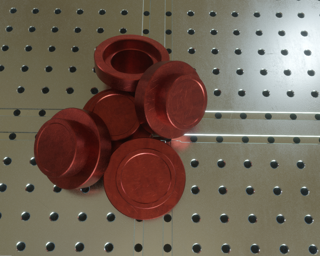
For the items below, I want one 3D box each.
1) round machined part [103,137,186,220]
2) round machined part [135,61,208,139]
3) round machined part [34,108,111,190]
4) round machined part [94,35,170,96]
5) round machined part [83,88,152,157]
[{"bbox_3d":[-0.018,0.059,0.368,0.099,0.042,0.097,1,81,-6],"label":"round machined part"},{"bbox_3d":[0.021,-0.034,0.384,0.042,0.098,0.098,15,64,49],"label":"round machined part"},{"bbox_3d":[-0.110,0.024,0.367,0.098,0.042,0.097,-3,83,29],"label":"round machined part"},{"bbox_3d":[-0.038,-0.082,0.420,0.099,0.042,0.098,4,49,-4],"label":"round machined part"},{"bbox_3d":[-0.056,-0.010,0.404,0.099,0.042,0.098,0,70,-1],"label":"round machined part"}]
